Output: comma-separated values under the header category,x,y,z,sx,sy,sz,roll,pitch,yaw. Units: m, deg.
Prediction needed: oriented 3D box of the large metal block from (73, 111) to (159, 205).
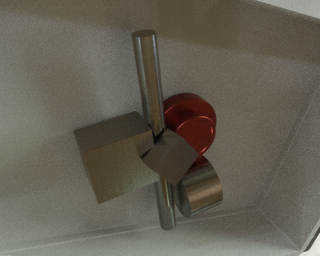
category,x,y,z,sx,sy,sz,roll,pitch,yaw
large metal block,-0.052,0.035,0.382,0.081,0.050,0.079,-19,126,-18

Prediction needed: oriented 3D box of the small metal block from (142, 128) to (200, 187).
category,x,y,z,sx,sy,sz,roll,pitch,yaw
small metal block,0.014,0.036,0.376,0.050,0.025,0.050,-52,137,-6

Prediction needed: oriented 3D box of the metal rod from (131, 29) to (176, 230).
category,x,y,z,sx,sy,sz,roll,pitch,yaw
metal rod,-0.002,0.026,0.396,0.025,0.025,0.298,-19,126,-18

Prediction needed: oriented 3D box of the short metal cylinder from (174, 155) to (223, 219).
category,x,y,z,sx,sy,sz,roll,pitch,yaw
short metal cylinder,0.047,0.084,0.451,0.050,0.080,0.079,-19,126,-18

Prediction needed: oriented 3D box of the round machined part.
category,x,y,z,sx,sy,sz,roll,pitch,yaw
round machined part,0.036,0.005,0.419,0.099,0.042,0.097,-14,125,-21
